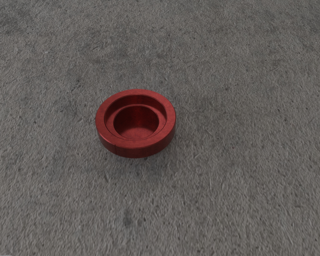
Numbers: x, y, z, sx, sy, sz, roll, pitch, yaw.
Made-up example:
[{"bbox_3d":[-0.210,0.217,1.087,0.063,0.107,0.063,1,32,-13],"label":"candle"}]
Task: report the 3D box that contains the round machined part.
[{"bbox_3d":[-0.029,-0.001,0.393,0.099,0.042,0.098,0,50,0],"label":"round machined part"}]
